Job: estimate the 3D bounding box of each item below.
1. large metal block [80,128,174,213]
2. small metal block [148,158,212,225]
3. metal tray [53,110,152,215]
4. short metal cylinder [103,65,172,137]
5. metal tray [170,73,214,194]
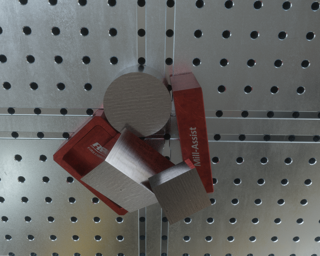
[{"bbox_3d":[-0.040,0.056,0.387,0.080,0.050,0.080,38,141,-14],"label":"large metal block"},{"bbox_3d":[0.022,0.069,0.339,0.050,0.025,0.050,-26,109,-3],"label":"small metal block"},{"bbox_3d":[-0.066,0.050,0.427,0.090,0.030,0.130,-41,106,13],"label":"metal tray"},{"bbox_3d":[-0.026,-0.035,0.387,0.081,0.050,0.079,0,110,-1],"label":"short metal cylinder"},{"bbox_3d":[0.038,0.006,0.381,0.030,0.090,0.129,-9,110,3],"label":"metal tray"}]
